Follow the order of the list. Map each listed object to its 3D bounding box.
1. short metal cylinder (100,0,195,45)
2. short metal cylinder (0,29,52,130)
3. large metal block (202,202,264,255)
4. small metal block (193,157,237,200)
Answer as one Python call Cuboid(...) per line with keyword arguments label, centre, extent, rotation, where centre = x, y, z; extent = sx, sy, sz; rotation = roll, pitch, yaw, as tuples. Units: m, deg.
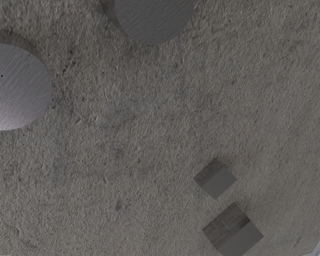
Cuboid(label="short metal cylinder", centre=(-0.013, -0.128, 0.304), extent=(0.081, 0.050, 0.079), rotation=(-14, 124, -21))
Cuboid(label="short metal cylinder", centre=(-0.145, -0.045, 0.284), extent=(0.081, 0.050, 0.079), rotation=(-14, 124, -21))
Cuboid(label="large metal block", centre=(0.140, 0.201, 0.592), extent=(0.080, 0.050, 0.080), rotation=(-41, 130, 0))
Cuboid(label="small metal block", centre=(0.091, 0.084, 0.508), extent=(0.050, 0.025, 0.050), rotation=(-44, 129, 2))
